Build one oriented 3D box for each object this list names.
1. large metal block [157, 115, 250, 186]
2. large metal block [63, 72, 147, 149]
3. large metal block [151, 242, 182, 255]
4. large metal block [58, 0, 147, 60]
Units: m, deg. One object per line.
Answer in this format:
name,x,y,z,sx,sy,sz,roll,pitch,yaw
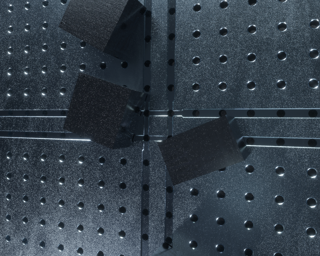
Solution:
large metal block,0.055,0.024,0.364,0.080,0.080,0.050,-23,82,18
large metal block,-0.075,-0.024,0.426,0.080,0.050,0.080,21,97,19
large metal block,0.010,0.211,0.396,0.080,0.050,0.080,32,100,17
large metal block,-0.079,-0.152,0.428,0.080,0.050,0.080,31,100,17
